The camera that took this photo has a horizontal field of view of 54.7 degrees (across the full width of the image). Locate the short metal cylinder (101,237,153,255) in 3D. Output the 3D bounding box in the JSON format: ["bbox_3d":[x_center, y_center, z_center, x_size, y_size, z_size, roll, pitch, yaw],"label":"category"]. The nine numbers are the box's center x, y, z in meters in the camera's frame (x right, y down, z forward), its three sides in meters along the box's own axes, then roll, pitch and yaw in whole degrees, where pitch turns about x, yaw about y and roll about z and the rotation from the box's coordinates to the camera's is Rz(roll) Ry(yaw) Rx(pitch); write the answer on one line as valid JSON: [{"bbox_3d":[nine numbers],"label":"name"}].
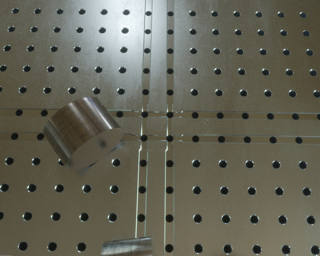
[{"bbox_3d":[-0.030,0.158,0.324,0.050,0.080,0.080,-6,70,-2],"label":"short metal cylinder"}]

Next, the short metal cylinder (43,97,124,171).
[{"bbox_3d":[-0.092,0.008,0.379,0.080,0.080,0.050,-36,74,-12],"label":"short metal cylinder"}]
